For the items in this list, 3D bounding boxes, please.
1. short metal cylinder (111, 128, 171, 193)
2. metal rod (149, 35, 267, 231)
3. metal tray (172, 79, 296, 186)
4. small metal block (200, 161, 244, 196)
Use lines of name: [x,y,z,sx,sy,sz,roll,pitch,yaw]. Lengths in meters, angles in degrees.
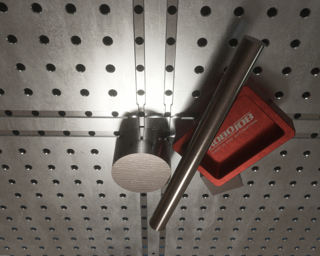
short metal cylinder: [-0.025,0.046,0.434,0.081,0.050,0.079,0,130,0]
metal rod: [0.046,0.028,0.390,0.025,0.025,0.298,15,122,-13]
metal tray: [0.091,0.009,0.400,0.090,0.030,0.129,41,120,-10]
small metal block: [0.094,0.073,0.475,0.050,0.025,0.050,-22,127,17]
